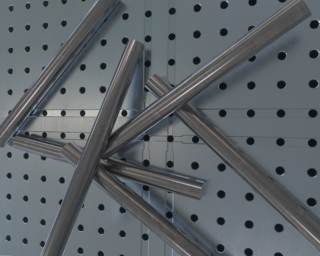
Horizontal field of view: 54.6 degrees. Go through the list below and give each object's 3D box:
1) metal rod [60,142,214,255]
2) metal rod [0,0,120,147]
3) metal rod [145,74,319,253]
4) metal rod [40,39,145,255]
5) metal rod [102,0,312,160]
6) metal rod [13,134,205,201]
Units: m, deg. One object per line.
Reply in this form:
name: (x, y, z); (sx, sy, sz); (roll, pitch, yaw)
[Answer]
metal rod: (-0.010, 0.117, 0.400); (0.300, 0.025, 0.025); (37, 102, 10)
metal rod: (-0.166, -0.083, 0.471); (0.299, 0.025, 0.025); (-47, 76, 14)
metal rod: (0.093, 0.038, 0.379); (0.300, 0.025, 0.025); (44, 104, 14)
metal rod: (-0.083, 0.023, 0.398); (0.025, 0.025, 0.299); (16, 79, 19)
metal rod: (0.032, -0.045, 0.370); (0.299, 0.025, 0.025); (-35, 79, 23)
metal rod: (-0.085, 0.051, 0.443); (0.301, 0.025, 0.025); (12, 94, 19)
